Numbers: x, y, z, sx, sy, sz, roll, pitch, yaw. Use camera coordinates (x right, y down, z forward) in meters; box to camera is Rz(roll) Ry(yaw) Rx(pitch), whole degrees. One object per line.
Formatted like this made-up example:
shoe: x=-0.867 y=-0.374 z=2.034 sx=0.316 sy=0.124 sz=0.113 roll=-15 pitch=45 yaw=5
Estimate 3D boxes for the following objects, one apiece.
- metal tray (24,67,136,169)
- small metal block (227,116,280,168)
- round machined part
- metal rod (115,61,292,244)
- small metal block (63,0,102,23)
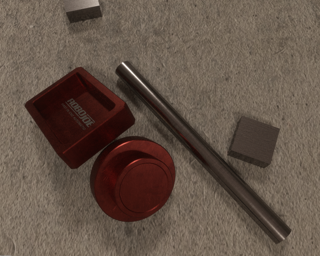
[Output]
metal tray: x=-0.102 y=-0.019 z=0.380 sx=0.090 sy=0.030 sz=0.130 roll=-39 pitch=46 yaw=-13
small metal block: x=0.121 y=0.018 z=0.403 sx=0.050 sy=0.025 sz=0.050 roll=20 pitch=71 yaw=7
round machined part: x=-0.025 y=0.061 z=0.349 sx=0.099 sy=0.042 sz=0.097 roll=-6 pitch=103 yaw=-26
metal rod: x=0.046 y=0.021 z=0.400 sx=0.025 sy=0.025 sz=0.300 roll=-39 pitch=75 yaw=-13
small metal block: x=-0.121 y=-0.195 z=0.478 sx=0.050 sy=0.025 sz=0.050 roll=-14 pitch=71 yaw=-6
